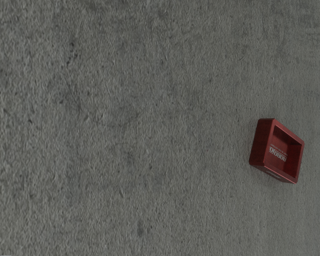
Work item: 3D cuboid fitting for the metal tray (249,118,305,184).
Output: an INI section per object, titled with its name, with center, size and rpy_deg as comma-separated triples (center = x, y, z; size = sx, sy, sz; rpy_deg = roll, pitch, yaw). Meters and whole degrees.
[metal tray]
center = 0.226, 0.046, 0.589
size = 0.131, 0.030, 0.090
rpy_deg = 27, 73, -37
